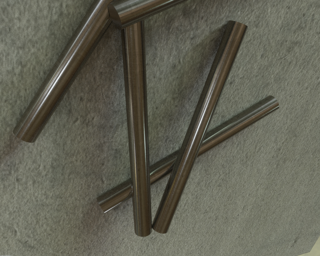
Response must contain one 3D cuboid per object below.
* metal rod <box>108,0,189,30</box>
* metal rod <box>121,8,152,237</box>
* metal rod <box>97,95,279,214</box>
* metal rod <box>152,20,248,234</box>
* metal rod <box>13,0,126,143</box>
[{"bbox_3d":[0.084,-0.174,0.330,0.302,0.025,0.025,-29,129,-16],"label":"metal rod"},{"bbox_3d":[-0.026,0.012,0.380,0.025,0.025,0.298,-12,117,-22],"label":"metal rod"},{"bbox_3d":[0.047,0.034,0.455,0.301,0.025,0.025,-30,129,-10],"label":"metal rod"},{"bbox_3d":[0.048,0.008,0.415,0.025,0.025,0.298,11,105,-33],"label":"metal rod"},{"bbox_3d":[-0.059,-0.111,0.306,0.025,0.025,0.299,28,103,-38],"label":"metal rod"}]
